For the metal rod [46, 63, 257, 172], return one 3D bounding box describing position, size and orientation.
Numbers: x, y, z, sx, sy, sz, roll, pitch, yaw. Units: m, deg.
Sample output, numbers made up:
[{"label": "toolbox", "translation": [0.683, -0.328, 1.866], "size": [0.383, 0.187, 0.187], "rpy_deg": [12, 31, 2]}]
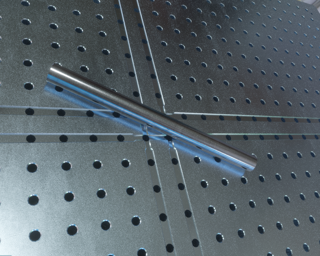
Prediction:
[{"label": "metal rod", "translation": [0.000, -0.008, 0.415], "size": [0.302, 0.025, 0.025], "rpy_deg": [24, 53, -14]}]
